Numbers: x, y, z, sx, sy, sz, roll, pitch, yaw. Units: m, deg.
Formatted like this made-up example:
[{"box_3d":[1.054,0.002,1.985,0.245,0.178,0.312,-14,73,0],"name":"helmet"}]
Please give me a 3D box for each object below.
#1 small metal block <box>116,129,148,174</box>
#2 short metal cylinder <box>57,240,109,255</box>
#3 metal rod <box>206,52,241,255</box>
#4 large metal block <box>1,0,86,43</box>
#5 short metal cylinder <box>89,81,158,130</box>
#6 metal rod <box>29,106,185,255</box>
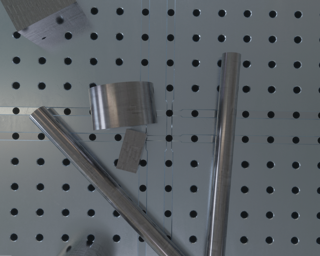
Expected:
[{"box_3d":[-0.035,0.028,0.401,0.025,0.050,0.050,15,90,0],"name":"small metal block"},{"box_3d":[-0.106,0.194,0.400,0.081,0.050,0.079,0,90,0],"name":"short metal cylinder"},{"box_3d":[0.084,0.050,0.414,0.025,0.025,0.298,5,90,0],"name":"metal rod"},{"box_3d":[-0.156,-0.170,0.399,0.080,0.050,0.080,-28,90,0],"name":"large metal block"},{"box_3d":[-0.045,-0.026,0.386,0.081,0.080,0.050,-6,90,0],"name":"short metal cylinder"},{"box_3d":[-0.061,0.089,0.412,0.025,0.025,0.300,-43,90,0],"name":"metal rod"}]
